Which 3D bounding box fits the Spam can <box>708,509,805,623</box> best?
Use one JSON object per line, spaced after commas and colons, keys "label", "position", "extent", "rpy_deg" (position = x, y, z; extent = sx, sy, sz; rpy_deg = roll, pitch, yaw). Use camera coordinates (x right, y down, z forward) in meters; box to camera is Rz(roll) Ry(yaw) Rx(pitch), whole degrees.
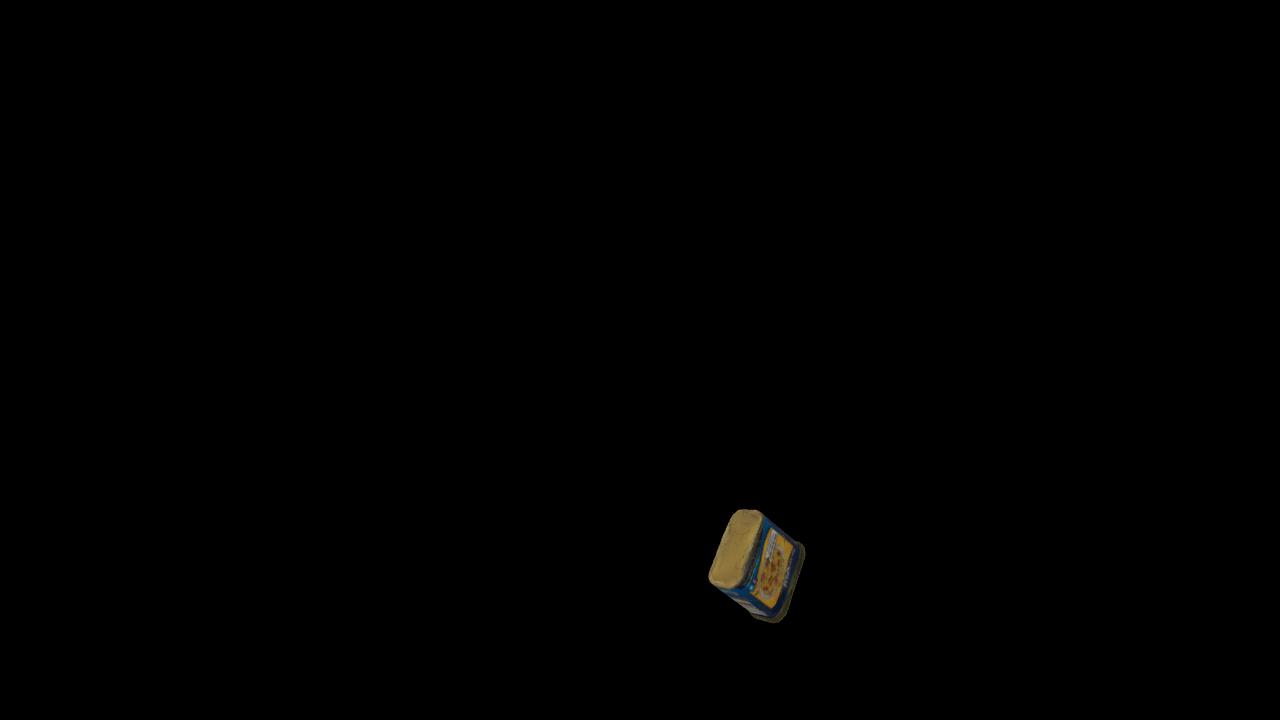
{"label": "Spam can", "position": [0.137, 0.238, 0.718], "extent": [0.085, 0.101, 0.058], "rpy_deg": [42, -31, -25]}
